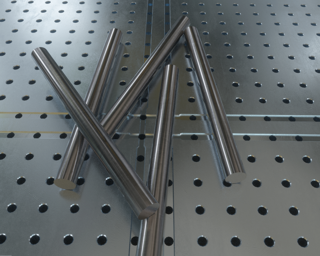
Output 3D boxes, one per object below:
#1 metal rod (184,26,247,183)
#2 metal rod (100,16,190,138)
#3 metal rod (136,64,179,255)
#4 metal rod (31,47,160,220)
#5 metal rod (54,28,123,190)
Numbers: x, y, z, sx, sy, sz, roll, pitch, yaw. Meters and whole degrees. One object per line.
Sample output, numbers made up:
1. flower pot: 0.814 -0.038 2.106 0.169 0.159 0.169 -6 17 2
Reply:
1. metal rod: 0.072 -0.056 0.455 0.025 0.025 0.300 -5 50 -4
2. metal rod: -0.016 -0.091 0.484 0.025 0.025 0.301 19 52 15
3. metal rod: 0.002 0.025 0.386 0.025 0.025 0.300 5 50 3
4. metal rod: -0.095 -0.014 0.383 0.025 0.025 0.300 -27 56 -21
5. metal rod: -0.093 -0.050 0.448 0.025 0.025 0.300 5 50 3
